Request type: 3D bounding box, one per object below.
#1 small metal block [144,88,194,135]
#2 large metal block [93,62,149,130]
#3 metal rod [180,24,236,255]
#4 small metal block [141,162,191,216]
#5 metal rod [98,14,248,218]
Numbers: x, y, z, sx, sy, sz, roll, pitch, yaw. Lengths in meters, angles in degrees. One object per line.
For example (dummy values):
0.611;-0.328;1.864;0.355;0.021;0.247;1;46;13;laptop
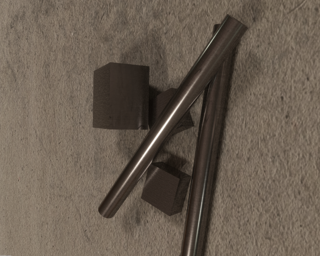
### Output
0.010;-0.017;0.395;0.050;0.025;0.050;-25;75;37;small metal block
-0.054;-0.039;0.413;0.080;0.050;0.079;4;93;64;large metal block
0.053;0.034;0.359;0.025;0.025;0.298;12;98;39;metal rod
0.007;0.076;0.397;0.050;0.025;0.050;23;104;37;small metal block
0.001;0.005;0.369;0.025;0.025;0.298;49;119;28;metal rod
